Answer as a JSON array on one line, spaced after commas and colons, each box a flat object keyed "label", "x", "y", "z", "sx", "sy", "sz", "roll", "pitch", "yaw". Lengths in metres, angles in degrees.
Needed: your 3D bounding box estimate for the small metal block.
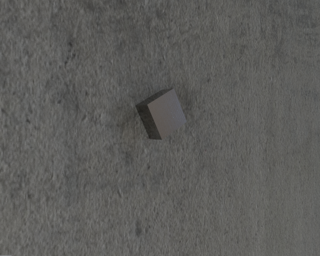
[{"label": "small metal block", "x": 0.002, "y": -0.019, "z": 0.409, "sx": 0.050, "sy": 0.025, "sz": 0.050, "roll": -35, "pitch": 112, "yaw": -35}]
